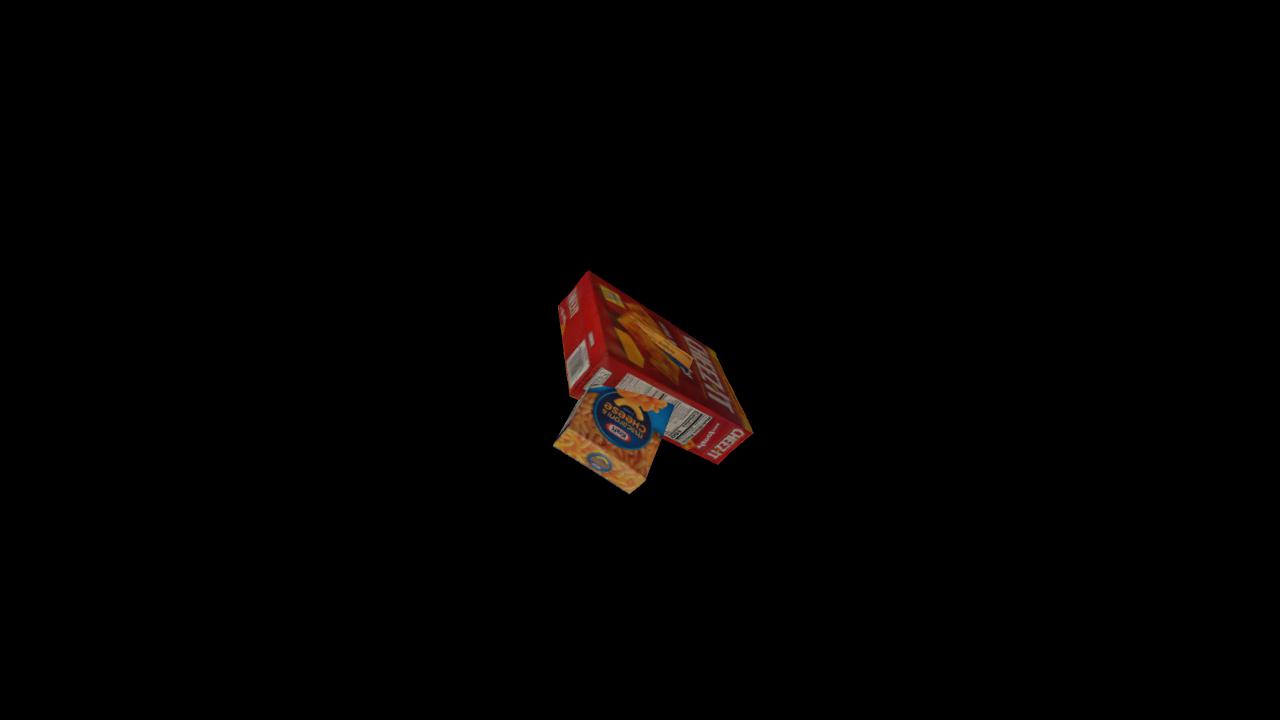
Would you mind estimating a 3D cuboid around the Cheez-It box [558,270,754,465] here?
[{"bbox_3d":[0.015,0.011,0.720,0.223,0.071,0.166,30,27,-31],"label":"Cheez-It box"}]

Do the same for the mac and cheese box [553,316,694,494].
[{"bbox_3d":[-0.011,0.040,0.645,0.093,0.184,0.041,35,-47,-9],"label":"mac and cheese box"}]
